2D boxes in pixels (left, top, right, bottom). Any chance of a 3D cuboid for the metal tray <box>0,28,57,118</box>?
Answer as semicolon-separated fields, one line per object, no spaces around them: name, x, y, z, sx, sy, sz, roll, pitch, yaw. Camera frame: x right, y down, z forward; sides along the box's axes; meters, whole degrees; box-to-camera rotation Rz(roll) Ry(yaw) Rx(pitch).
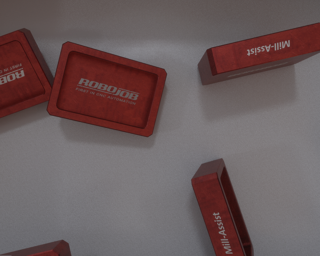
metal tray;-0.209;-0.060;0.390;0.131;0.030;0.090;-20;114;0

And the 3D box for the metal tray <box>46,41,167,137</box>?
metal tray;-0.065;-0.046;0.392;0.131;0.030;0.090;13;90;-14

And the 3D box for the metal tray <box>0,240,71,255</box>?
metal tray;-0.121;0.182;0.290;0.091;0.030;0.129;-13;87;-1

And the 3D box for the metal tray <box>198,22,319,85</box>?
metal tray;0.118;-0.086;0.379;0.131;0.090;0.030;-13;90;0

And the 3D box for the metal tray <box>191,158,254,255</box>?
metal tray;0.079;0.109;0.377;0.030;0.090;0.129;-19;90;16
